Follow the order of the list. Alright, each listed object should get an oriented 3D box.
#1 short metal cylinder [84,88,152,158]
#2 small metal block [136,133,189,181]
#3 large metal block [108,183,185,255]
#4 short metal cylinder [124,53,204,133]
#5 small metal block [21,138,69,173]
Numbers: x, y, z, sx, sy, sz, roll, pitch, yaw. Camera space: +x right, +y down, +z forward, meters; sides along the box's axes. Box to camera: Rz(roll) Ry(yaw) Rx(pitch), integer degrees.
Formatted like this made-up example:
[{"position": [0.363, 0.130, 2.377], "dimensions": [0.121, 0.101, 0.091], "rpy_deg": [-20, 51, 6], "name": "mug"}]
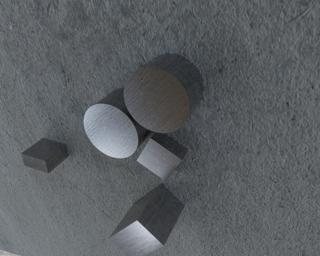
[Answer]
[{"position": [-0.053, -0.007, 0.413], "dimensions": [0.080, 0.050, 0.079], "rpy_deg": [13, 124, 20], "name": "short metal cylinder"}, {"position": [0.003, 0.038, 0.427], "dimensions": [0.050, 0.025, 0.050], "rpy_deg": [35, 129, 4], "name": "small metal block"}, {"position": [-0.019, 0.142, 0.467], "dimensions": [0.050, 0.080, 0.080], "rpy_deg": [45, 129, -3], "name": "large metal block"}, {"position": [0.005, -0.041, 0.361], "dimensions": [0.080, 0.050, 0.079], "rpy_deg": [13, 124, 20], "name": "short metal cylinder"}, {"position": [-0.191, 0.045, 0.516], "dimensions": [0.050, 0.050, 0.025], "rpy_deg": [13, 124, 21], "name": "small metal block"}]
